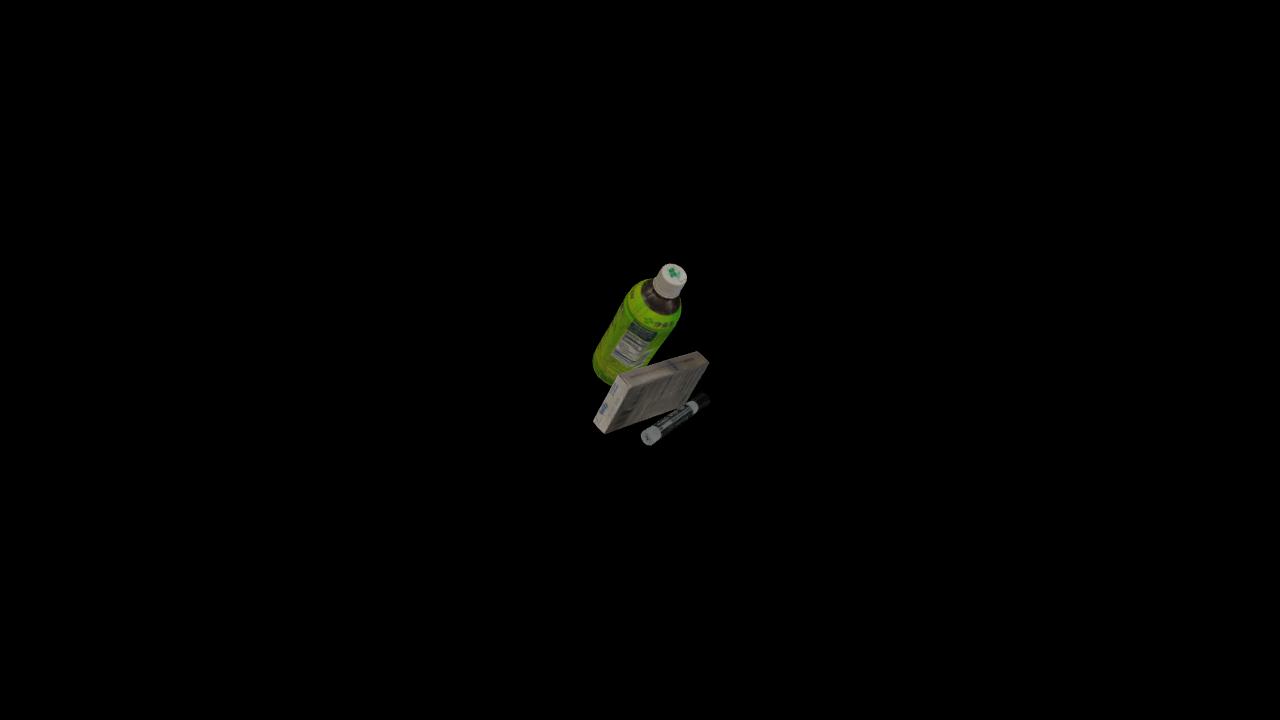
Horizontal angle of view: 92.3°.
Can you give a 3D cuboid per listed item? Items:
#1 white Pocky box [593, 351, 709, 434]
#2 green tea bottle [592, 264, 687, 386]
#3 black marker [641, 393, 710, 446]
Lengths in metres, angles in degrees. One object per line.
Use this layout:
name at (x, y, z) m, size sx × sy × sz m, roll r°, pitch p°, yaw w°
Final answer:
white Pocky box at (0.017, 0.039, 0.764) m, size 0.154 × 0.084 × 0.028 m, roll -15°, pitch 52°, yaw -47°
green tea bottle at (0.002, -0.041, 0.748) m, size 0.073 × 0.073 × 0.212 m, roll 0°, pitch -27°, yaw -24°
black marker at (0.046, 0.068, 0.735) m, size 0.020 × 0.020 × 0.121 m, roll 0°, pitch 20°, yaw 42°
